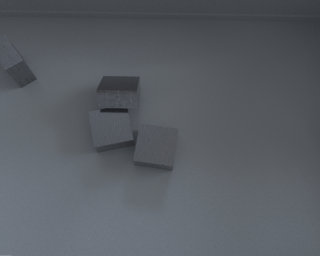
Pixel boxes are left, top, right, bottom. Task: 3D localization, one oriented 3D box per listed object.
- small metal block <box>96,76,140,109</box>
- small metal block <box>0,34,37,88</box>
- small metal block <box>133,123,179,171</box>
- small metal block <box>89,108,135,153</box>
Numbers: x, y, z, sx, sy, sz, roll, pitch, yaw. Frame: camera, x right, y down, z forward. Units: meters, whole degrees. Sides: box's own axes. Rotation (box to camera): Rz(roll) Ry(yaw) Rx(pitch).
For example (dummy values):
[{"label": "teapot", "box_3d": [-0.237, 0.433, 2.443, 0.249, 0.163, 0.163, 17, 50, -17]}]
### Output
[{"label": "small metal block", "box_3d": [-0.054, -0.048, 0.413, 0.050, 0.025, 0.050, 1, 30, 0]}, {"label": "small metal block", "box_3d": [-0.202, -0.091, 0.427, 0.025, 0.050, 0.050, -35, 74, -12]}, {"label": "small metal block", "box_3d": [-0.005, 0.025, 0.401, 0.050, 0.025, 0.050, 8, 70, 2]}, {"label": "small metal block", "box_3d": [-0.063, 0.001, 0.409, 0.050, 0.025, 0.050, -11, 71, -5]}]
